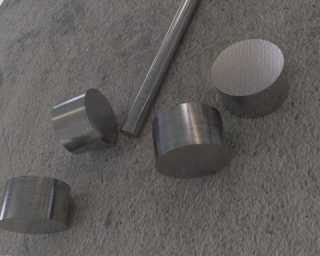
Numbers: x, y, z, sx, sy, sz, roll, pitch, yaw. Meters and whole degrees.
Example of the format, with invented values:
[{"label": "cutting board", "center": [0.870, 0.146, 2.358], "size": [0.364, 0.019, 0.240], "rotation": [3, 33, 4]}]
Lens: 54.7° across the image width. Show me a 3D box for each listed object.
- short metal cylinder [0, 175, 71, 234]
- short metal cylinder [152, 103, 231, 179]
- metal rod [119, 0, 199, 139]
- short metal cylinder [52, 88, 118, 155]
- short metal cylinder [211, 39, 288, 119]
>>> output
[{"label": "short metal cylinder", "center": [-0.156, 0.099, 0.390], "size": [0.080, 0.080, 0.050], "rotation": [-15, 56, 20]}, {"label": "short metal cylinder", "center": [0.033, 0.016, 0.341], "size": [0.080, 0.080, 0.050], "rotation": [-18, 55, 18]}, {"label": "metal rod", "center": [0.012, -0.121, 0.471], "size": [0.025, 0.025, 0.300], "rotation": [10, 67, 32]}, {"label": "short metal cylinder", "center": [-0.101, -0.008, 0.426], "size": [0.050, 0.080, 0.080], "rotation": [-20, 54, 17]}, {"label": "short metal cylinder", "center": [0.107, -0.058, 0.367], "size": [0.080, 0.050, 0.080], "rotation": [-13, 56, 21]}]
